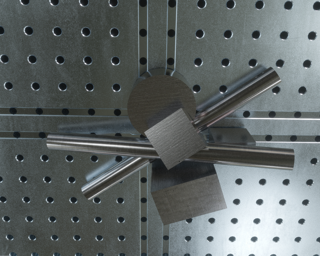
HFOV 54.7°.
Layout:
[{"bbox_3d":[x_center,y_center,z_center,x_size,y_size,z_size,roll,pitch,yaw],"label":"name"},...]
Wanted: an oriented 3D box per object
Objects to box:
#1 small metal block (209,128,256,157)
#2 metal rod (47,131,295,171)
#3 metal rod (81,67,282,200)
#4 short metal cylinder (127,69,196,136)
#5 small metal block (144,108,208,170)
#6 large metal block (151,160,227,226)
[{"bbox_3d":[0.092,0.020,0.405,0.050,0.050,0.025,1,110,1],"label":"small metal block"},{"bbox_3d":[0.003,0.026,0.382,0.301,0.025,0.025,4,111,12],"label":"metal rod"},{"bbox_3d":[0.020,0.013,0.415,0.300,0.025,0.025,-32,107,11],"label":"metal rod"},{"bbox_3d":[0.002,-0.031,0.385,0.081,0.050,0.079,0,109,0],"label":"short metal cylinder"},{"bbox_3d":[0.019,0.012,0.352,0.050,0.025,0.050,-34,84,11],"label":"small metal block"},{"bbox_3d":[0.035,0.072,0.406,0.080,0.080,0.050,-17,109,6],"label":"large metal block"}]
